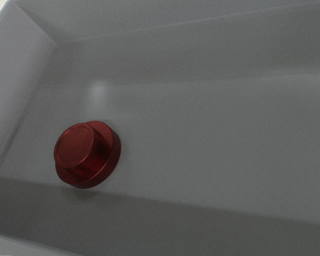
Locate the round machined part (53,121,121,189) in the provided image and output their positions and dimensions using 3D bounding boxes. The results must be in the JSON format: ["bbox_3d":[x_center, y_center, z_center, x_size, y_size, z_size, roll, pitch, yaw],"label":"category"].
[{"bbox_3d":[-0.108,0.032,0.433,0.098,0.042,0.098,-13,56,21],"label":"round machined part"}]
